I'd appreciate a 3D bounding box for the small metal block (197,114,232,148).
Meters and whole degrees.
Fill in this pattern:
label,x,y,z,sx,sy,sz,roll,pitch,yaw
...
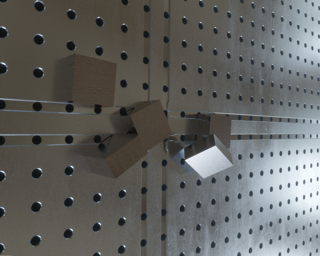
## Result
label,x,y,z,sx,sy,sz,roll,pitch,yaw
small metal block,0.085,0.005,0.483,0.050,0.025,0.050,6,86,-40

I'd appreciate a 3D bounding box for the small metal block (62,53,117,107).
label,x,y,z,sx,sy,sz,roll,pitch,yaw
small metal block,-0.078,-0.051,0.345,0.050,0.025,0.050,6,86,-40

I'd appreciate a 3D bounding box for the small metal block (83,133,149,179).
label,x,y,z,sx,sy,sz,roll,pitch,yaw
small metal block,-0.051,0.030,0.352,0.050,0.050,0.025,-37,113,-34

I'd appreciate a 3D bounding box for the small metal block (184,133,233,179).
label,x,y,z,sx,sy,sz,roll,pitch,yaw
small metal block,0.071,0.042,0.451,0.050,0.050,0.025,45,29,-31

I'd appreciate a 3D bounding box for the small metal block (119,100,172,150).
label,x,y,z,sx,sy,sz,roll,pitch,yaw
small metal block,-0.017,-0.003,0.397,0.050,0.025,0.050,-32,110,-36
